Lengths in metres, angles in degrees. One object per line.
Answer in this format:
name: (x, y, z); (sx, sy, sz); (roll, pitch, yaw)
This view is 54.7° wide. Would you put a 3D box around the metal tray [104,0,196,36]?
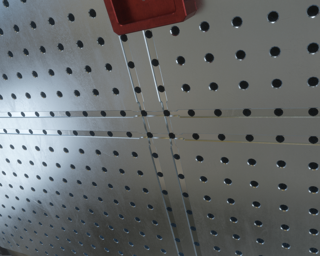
metal tray: (-0.023, -0.169, 0.315); (0.090, 0.030, 0.129); (-2, 118, 29)
